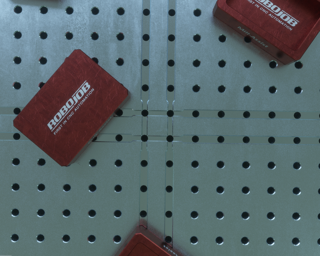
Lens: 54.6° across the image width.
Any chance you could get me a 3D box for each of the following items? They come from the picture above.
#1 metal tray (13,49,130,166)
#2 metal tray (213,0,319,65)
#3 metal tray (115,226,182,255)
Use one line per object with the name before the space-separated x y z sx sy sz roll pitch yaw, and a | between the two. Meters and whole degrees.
metal tray | -0.114 -0.026 0.410 0.090 0.030 0.130 41 90 0
metal tray | 0.149 -0.158 0.411 0.130 0.030 0.090 35 90 0
metal tray | -0.004 0.206 0.410 0.130 0.030 0.090 37 90 0
